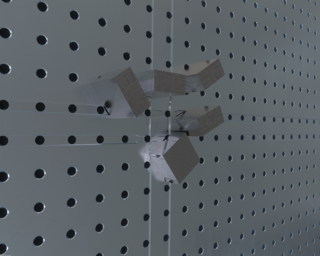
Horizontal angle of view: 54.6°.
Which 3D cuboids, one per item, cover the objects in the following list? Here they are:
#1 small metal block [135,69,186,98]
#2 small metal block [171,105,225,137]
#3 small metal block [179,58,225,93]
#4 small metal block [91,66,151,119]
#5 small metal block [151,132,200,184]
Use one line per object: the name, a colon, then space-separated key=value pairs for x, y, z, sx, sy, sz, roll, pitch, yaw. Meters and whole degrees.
small metal block: x=-0.003 y=-0.054 z=0.389 sx=0.050 sy=0.050 sz=0.025 roll=2 pitch=89 yaw=-40
small metal block: x=0.053 y=-0.010 z=0.436 sx=0.050 sy=0.050 sz=0.025 roll=-29 pitch=109 yaw=-36
small metal block: x=0.054 y=-0.073 z=0.437 sx=0.050 sy=0.050 sz=0.025 roll=-39 pitch=114 yaw=-33
small metal block: x=-0.045 y=-0.039 z=0.354 sx=0.025 sy=0.050 sz=0.050 roll=-42 pitch=116 yaw=-32
small metal block: x=0.022 y=0.041 z=0.427 sx=0.050 sy=0.025 sz=0.050 roll=-43 pitch=116 yaw=-31
